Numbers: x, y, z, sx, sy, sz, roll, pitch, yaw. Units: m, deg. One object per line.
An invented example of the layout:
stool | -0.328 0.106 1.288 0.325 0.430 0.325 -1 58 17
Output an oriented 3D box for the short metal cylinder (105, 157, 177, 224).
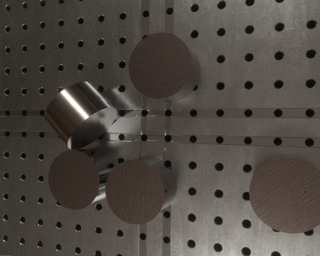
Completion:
short metal cylinder | -0.024 0.079 0.407 0.080 0.050 0.079 0 90 19

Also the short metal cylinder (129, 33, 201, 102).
short metal cylinder | 0.007 -0.075 0.396 0.080 0.050 0.079 0 90 19

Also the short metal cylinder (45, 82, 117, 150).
short metal cylinder | -0.106 -0.016 0.419 0.050 0.080 0.080 47 104 14

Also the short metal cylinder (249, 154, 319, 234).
short metal cylinder | 0.144 0.071 0.349 0.080 0.050 0.079 0 90 19

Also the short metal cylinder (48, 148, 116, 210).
short metal cylinder | -0.107 0.069 0.436 0.080 0.050 0.079 0 90 19
